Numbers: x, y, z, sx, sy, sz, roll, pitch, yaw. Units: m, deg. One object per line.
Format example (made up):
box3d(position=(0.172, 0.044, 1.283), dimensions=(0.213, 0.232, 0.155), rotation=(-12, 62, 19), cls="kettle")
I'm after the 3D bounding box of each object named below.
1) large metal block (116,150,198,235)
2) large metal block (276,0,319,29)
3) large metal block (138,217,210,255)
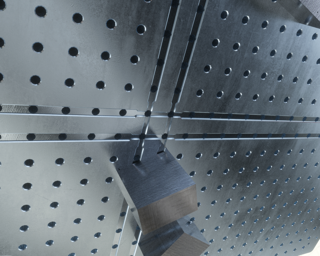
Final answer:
box3d(position=(-0.005, 0.085, 0.425), dimensions=(0.081, 0.080, 0.050), rotation=(-20, 126, -17), cls="large metal block")
box3d(position=(0.201, -0.182, 0.391), dimensions=(0.080, 0.050, 0.080), rotation=(20, 108, -36), cls="large metal block")
box3d(position=(0.024, 0.200, 0.531), dimensions=(0.080, 0.050, 0.080), rotation=(-47, 129, 4), cls="large metal block")
